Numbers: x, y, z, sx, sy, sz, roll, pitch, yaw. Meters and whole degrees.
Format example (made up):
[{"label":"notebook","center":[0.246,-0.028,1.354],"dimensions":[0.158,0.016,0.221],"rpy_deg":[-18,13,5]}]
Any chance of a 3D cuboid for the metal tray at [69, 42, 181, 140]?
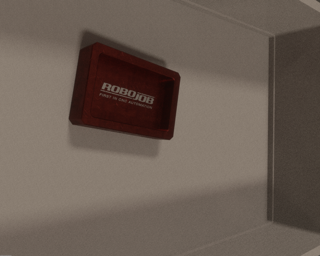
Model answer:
[{"label":"metal tray","center":[-0.036,-0.038,0.374],"dimensions":[0.131,0.030,0.090],"rpy_deg":[12,82,-40]}]
